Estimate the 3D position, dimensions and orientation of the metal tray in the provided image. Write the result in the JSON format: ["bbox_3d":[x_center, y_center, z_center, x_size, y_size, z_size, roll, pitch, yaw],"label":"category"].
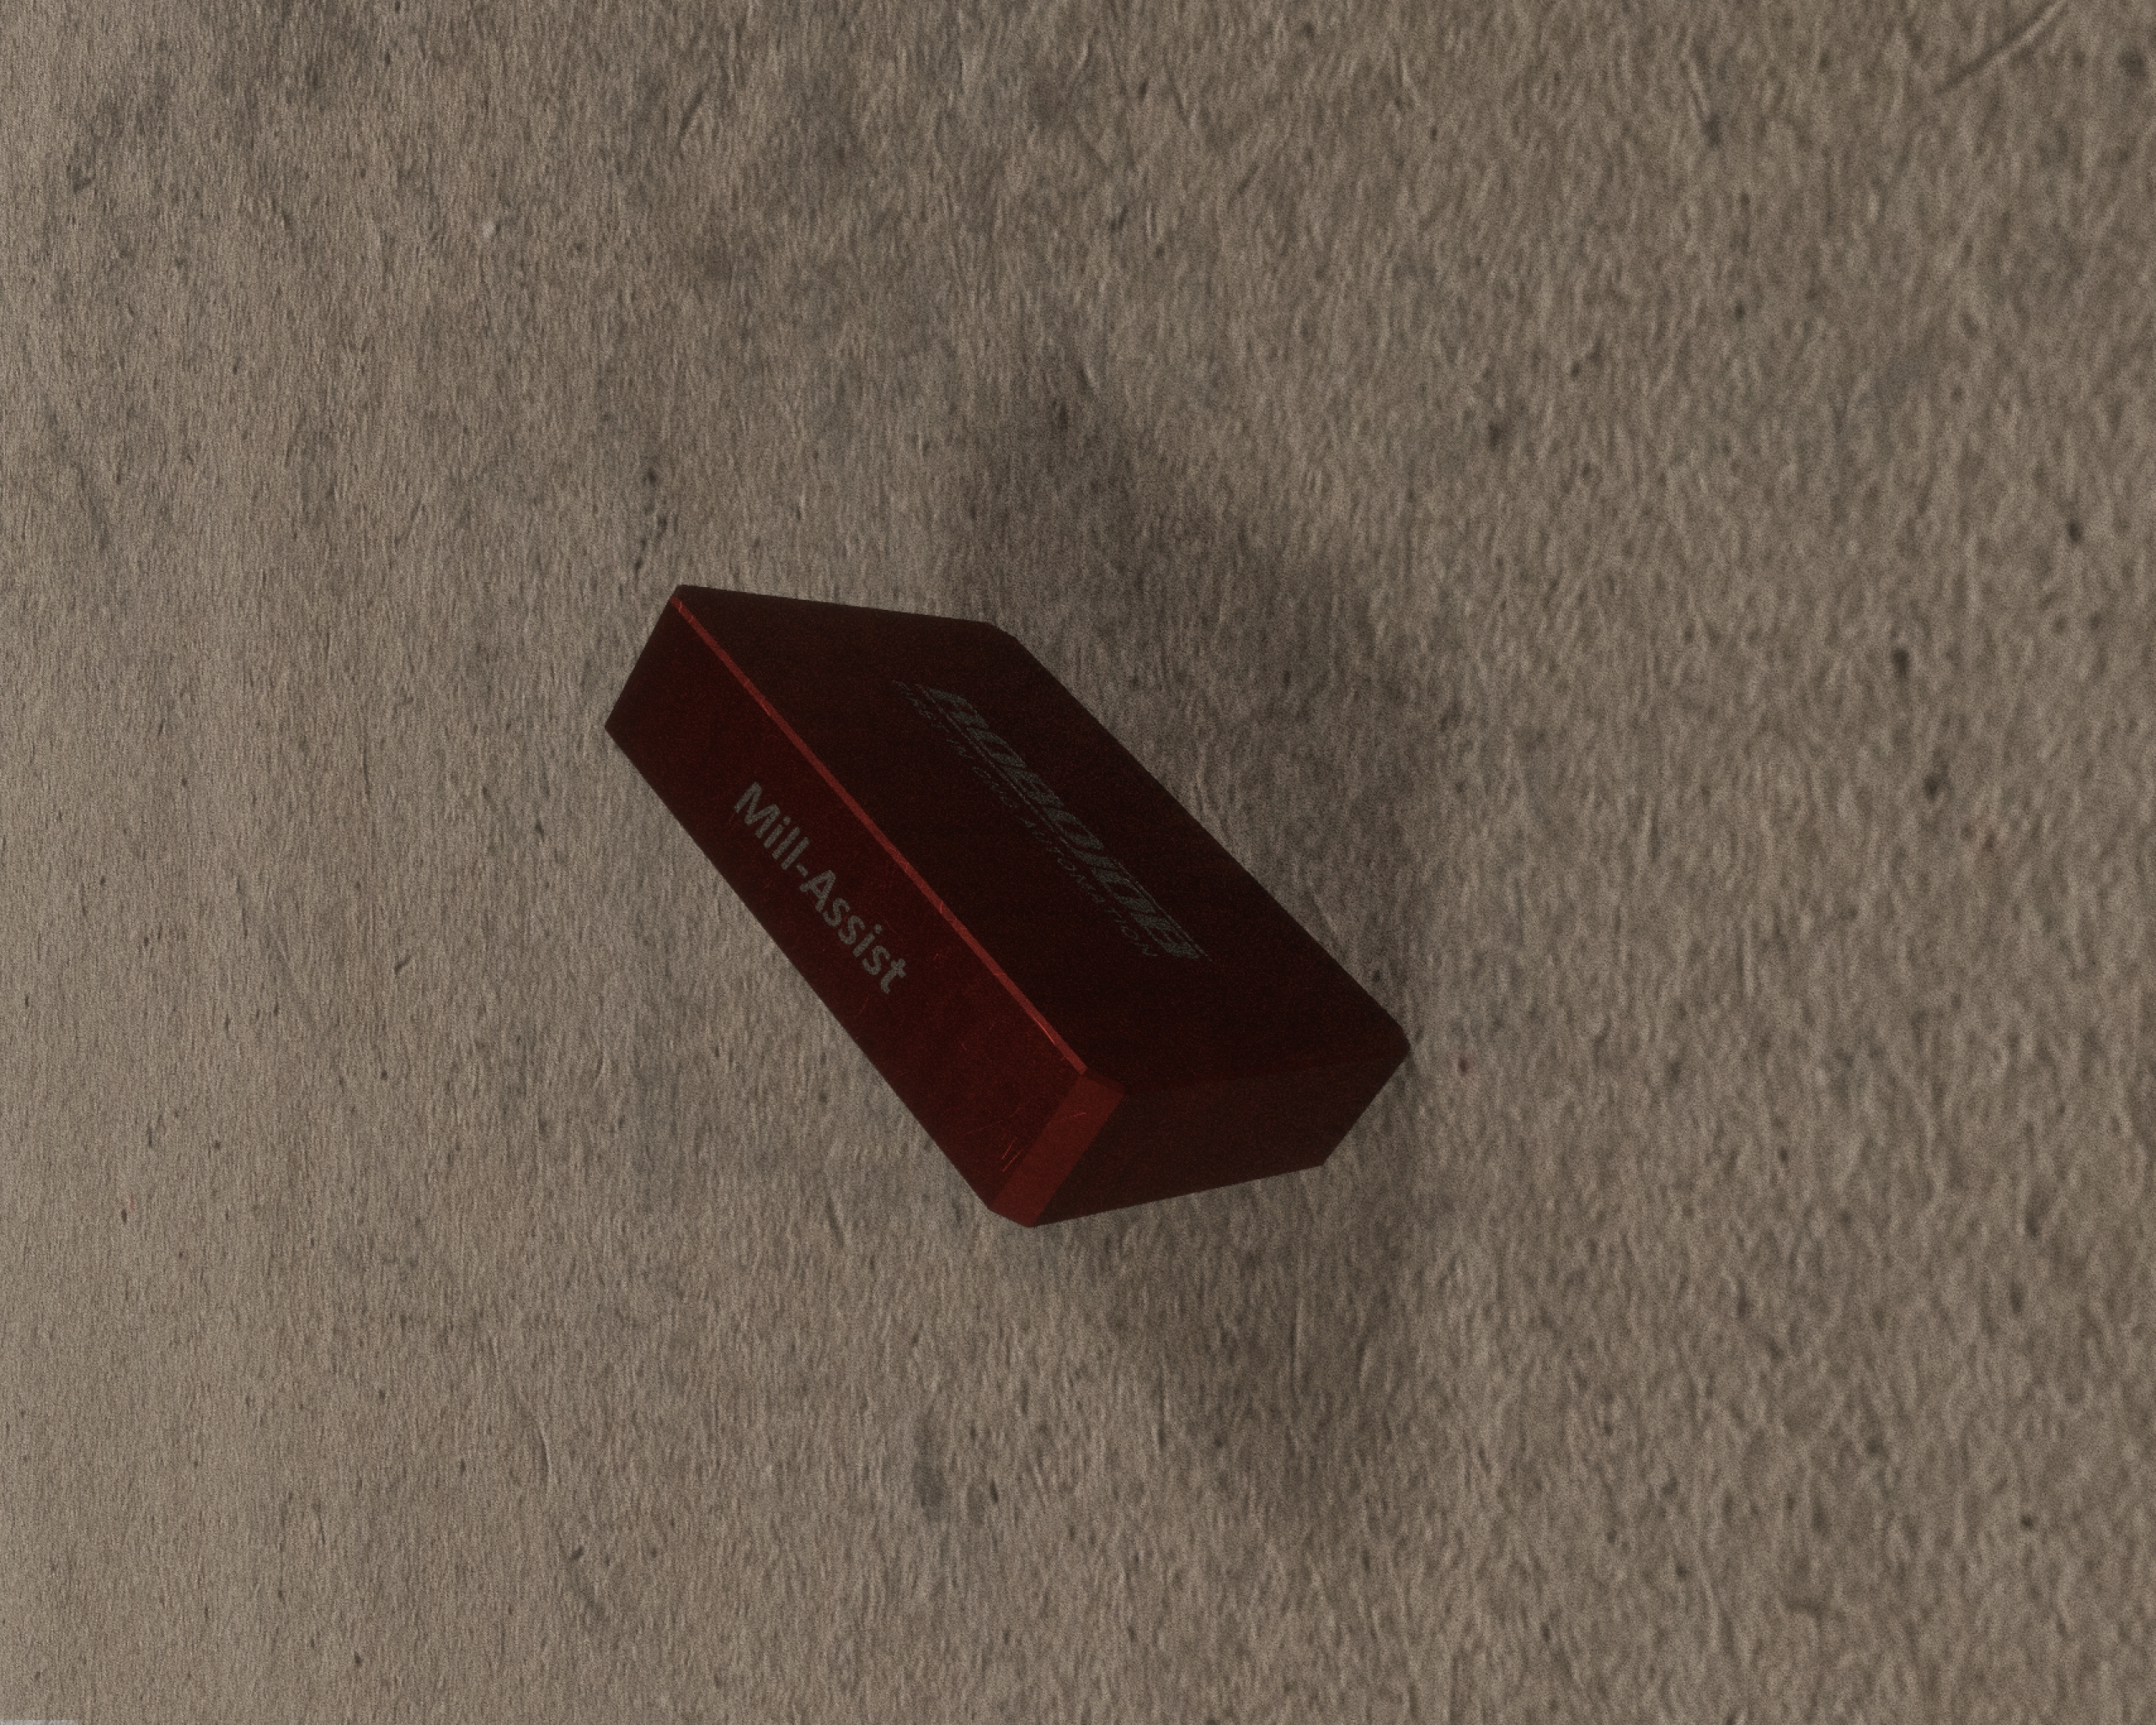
[{"bbox_3d":[-0.013,0.003,0.373,0.130,0.091,0.030,47,118,29],"label":"metal tray"}]
